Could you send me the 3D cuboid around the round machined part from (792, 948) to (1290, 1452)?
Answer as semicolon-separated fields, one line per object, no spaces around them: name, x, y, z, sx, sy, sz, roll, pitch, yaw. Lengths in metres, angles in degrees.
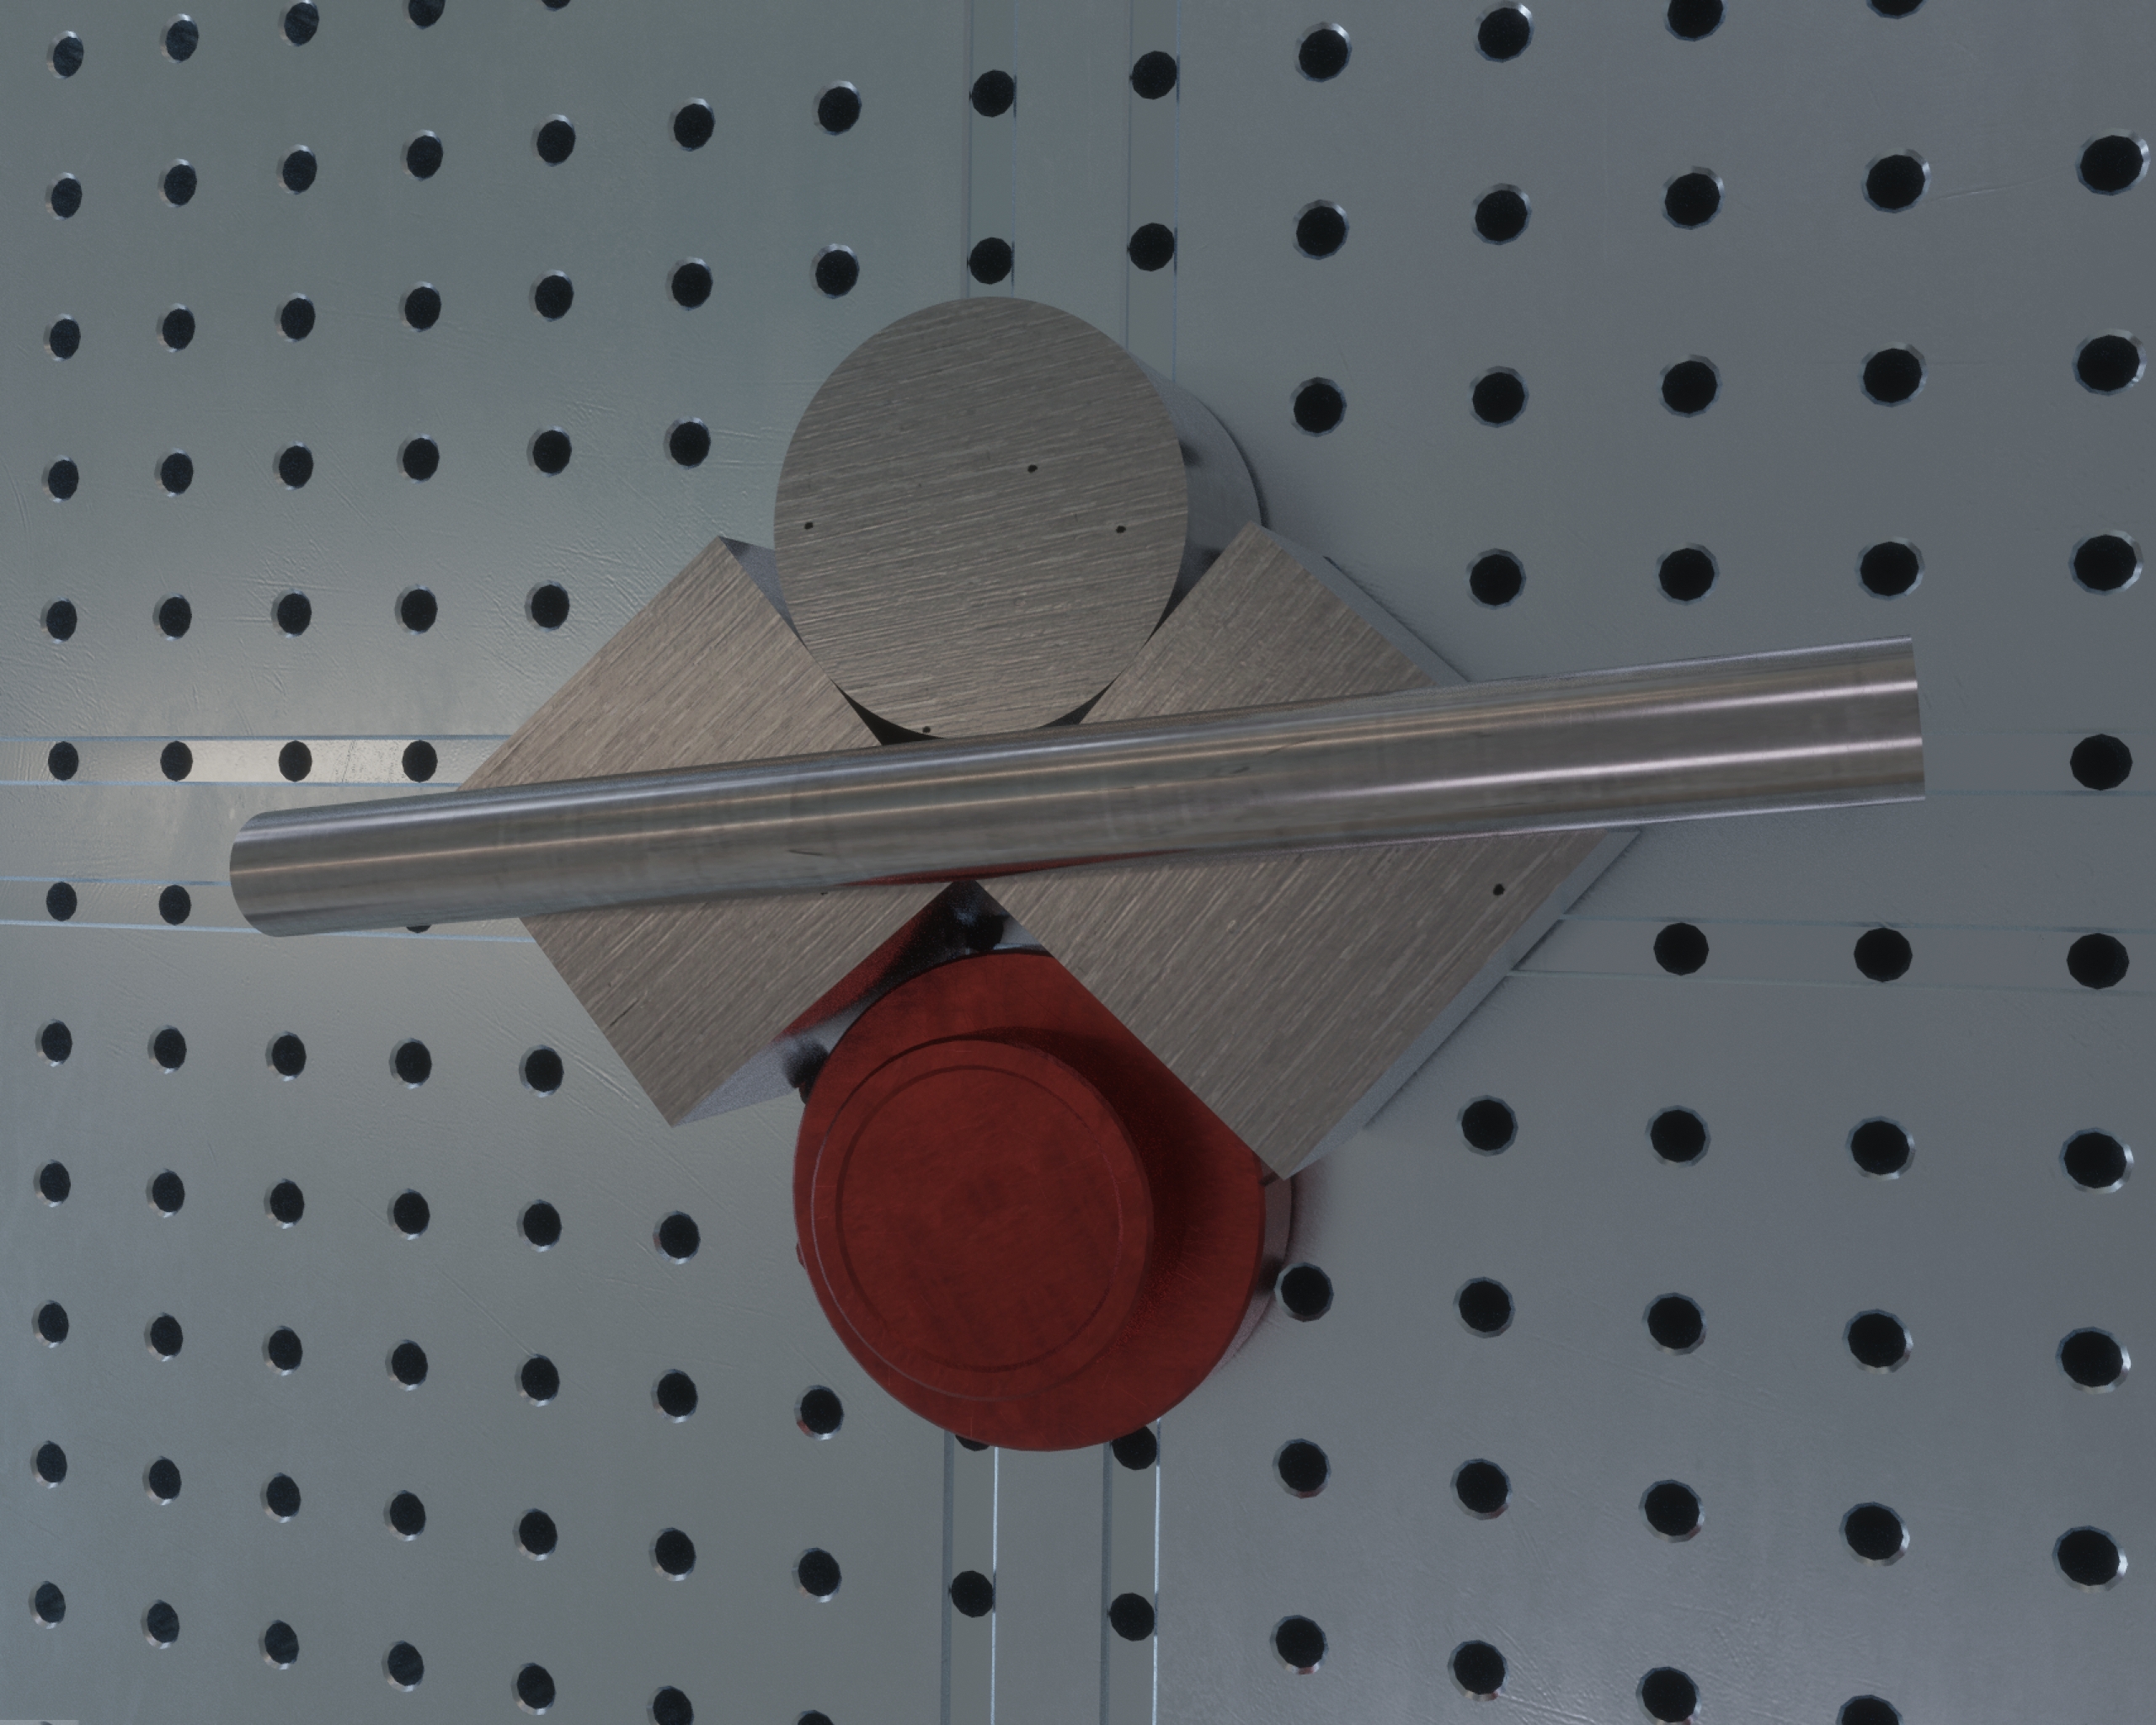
round machined part;-0.012;0.065;0.403;0.098;0.042;0.097;0;90;19

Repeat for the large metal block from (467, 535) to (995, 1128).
large metal block;-0.064;-0.006;0.418;0.080;0.050;0.080;-41;79;15

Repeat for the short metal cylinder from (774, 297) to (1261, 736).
short metal cylinder;-0.010;-0.062;0.399;0.080;0.050;0.079;0;90;20

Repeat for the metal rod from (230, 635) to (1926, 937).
metal rod;-0.017;-0.009;0.359;0.301;0.025;0.025;-5;89;20

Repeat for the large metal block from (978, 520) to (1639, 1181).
large metal block;0.041;-0.003;0.378;0.080;0.050;0.080;44;105;14
